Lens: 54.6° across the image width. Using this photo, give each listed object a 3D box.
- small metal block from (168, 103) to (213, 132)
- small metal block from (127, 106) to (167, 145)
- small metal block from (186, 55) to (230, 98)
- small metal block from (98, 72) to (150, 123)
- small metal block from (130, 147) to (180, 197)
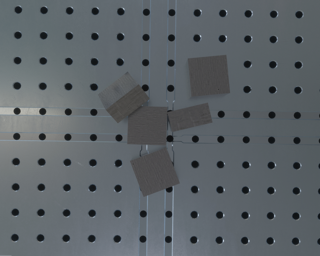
[{"bbox_3d":[0.037,-0.013,0.401,0.050,0.050,0.025,-13,90,0],"label":"small metal block"},{"bbox_3d":[-0.016,-0.003,0.413,0.050,0.025,0.050,2,90,0],"label":"small metal block"},{"bbox_3d":[0.063,-0.068,0.414,0.050,0.025,0.050,-6,90,0],"label":"small metal block"},{"bbox_3d":[-0.048,-0.040,0.398,0.050,0.050,0.025,-38,125,0],"label":"small metal block"},{"bbox_3d":[-0.006,0.057,0.413,0.050,0.025,0.050,-21,90,0],"label":"small metal block"}]
